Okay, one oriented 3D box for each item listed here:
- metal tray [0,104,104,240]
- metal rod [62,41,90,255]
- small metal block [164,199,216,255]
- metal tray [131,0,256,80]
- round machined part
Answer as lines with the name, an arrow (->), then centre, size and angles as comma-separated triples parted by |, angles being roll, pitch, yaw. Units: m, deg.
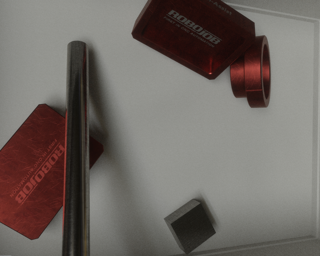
metal tray -> -0.140, 0.048, 0.357 | 0.090, 0.030, 0.130 | 39, 77, -16
metal rod -> -0.085, 0.039, 0.318 | 0.025, 0.025, 0.299 | 3, 65, -20
small metal block -> 0.041, 0.135, 0.427 | 0.050, 0.025, 0.050 | -30, 100, -18
metal tray -> 0.042, -0.123, 0.391 | 0.131, 0.090, 0.030 | 25, 51, -19
round machined part -> 0.126, -0.076, 0.432 | 0.098, 0.042, 0.097 | 1, 89, -64
